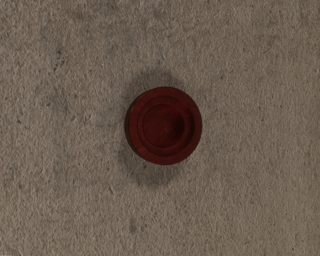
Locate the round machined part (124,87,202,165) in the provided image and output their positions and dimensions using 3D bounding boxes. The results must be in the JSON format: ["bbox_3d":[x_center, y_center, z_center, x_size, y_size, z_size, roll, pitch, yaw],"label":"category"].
[{"bbox_3d":[0.001,-0.003,0.402,0.099,0.042,0.097,0,90,-21],"label":"round machined part"}]
